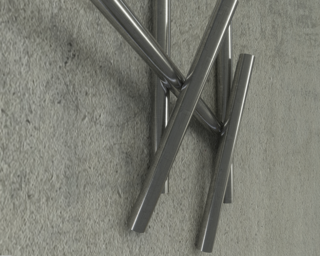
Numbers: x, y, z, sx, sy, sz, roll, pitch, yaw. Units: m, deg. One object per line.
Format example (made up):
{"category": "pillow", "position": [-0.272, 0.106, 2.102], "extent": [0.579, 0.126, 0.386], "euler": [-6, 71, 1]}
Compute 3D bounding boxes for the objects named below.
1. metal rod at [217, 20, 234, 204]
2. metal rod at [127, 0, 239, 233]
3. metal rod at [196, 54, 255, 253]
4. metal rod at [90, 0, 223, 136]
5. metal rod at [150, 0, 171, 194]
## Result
{"category": "metal rod", "position": [0.104, -0.031, 0.494], "extent": [0.025, 0.025, 0.298], "euler": [-1, 91, -40]}
{"category": "metal rod", "position": [0.026, -0.015, 0.376], "extent": [0.025, 0.025, 0.298], "euler": [20, 94, -39]}
{"category": "metal rod", "position": [0.099, 0.036, 0.468], "extent": [0.025, 0.025, 0.298], "euler": [14, 88, -40]}
{"category": "metal rod", "position": [0.008, -0.069, 0.372], "extent": [0.300, 0.025, 0.025], "euler": [42, 64, -46]}
{"category": "metal rod", "position": [0.001, -0.066, 0.407], "extent": [0.025, 0.025, 0.298], "euler": [1, 89, -40]}
